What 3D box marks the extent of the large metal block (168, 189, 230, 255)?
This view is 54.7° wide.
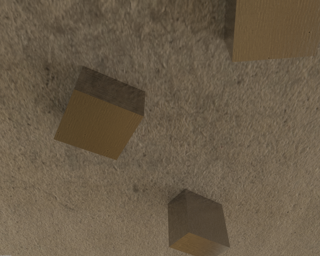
[{"bbox_3d":[0.061,0.158,0.507,0.080,0.080,0.050,27,125,-22],"label":"large metal block"}]

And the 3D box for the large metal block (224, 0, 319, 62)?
[{"bbox_3d":[0.107,-0.114,0.296,0.080,0.050,0.079,-4,130,3],"label":"large metal block"}]

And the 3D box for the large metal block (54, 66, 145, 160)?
[{"bbox_3d":[-0.072,-0.016,0.376,0.080,0.050,0.080,21,127,-18],"label":"large metal block"}]
